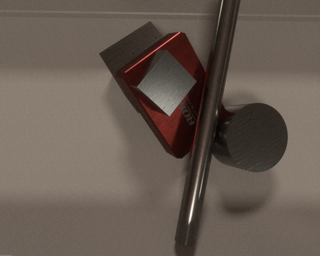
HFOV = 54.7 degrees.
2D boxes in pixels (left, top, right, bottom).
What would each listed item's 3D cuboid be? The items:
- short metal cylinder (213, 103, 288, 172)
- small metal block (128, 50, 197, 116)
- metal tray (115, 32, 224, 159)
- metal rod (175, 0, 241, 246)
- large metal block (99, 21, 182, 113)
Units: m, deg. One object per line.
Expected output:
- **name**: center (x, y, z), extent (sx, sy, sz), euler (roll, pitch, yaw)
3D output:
- **short metal cylinder**: center (0.105, 0.011, 0.378), extent (0.081, 0.050, 0.079), euler (0, 91, -17)
- **small metal block**: center (0.003, -0.049, 0.339), extent (0.050, 0.025, 0.050), euler (41, 82, -27)
- **metal tray**: center (0.019, -0.038, 0.380), extent (0.090, 0.030, 0.130), euler (-40, 115, -13)
- **metal rod**: center (0.057, -0.013, 0.365), extent (0.025, 0.025, 0.298), euler (11, 89, 3)
- **large metal block**: center (-0.021, -0.080, 0.412), extent (0.080, 0.050, 0.080), euler (-33, 64, 0)
